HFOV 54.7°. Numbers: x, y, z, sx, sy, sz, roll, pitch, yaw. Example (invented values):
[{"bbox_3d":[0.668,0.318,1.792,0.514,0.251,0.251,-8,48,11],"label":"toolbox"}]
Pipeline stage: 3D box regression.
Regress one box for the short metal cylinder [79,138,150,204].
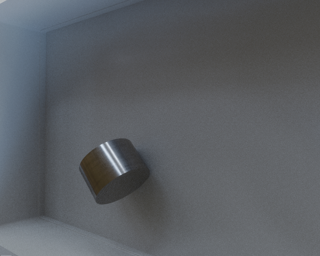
[{"bbox_3d":[-0.061,0.059,0.419,0.080,0.081,0.050,-50,61,28],"label":"short metal cylinder"}]
